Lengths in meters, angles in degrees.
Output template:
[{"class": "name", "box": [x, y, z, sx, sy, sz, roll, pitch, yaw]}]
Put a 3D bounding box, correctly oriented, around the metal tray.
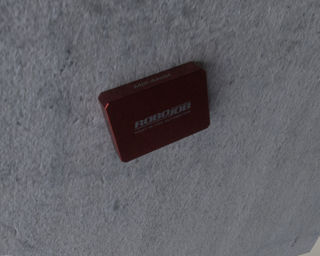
[{"class": "metal tray", "box": [-0.002, -0.020, 0.392, 0.131, 0.030, 0.089, -22, 127, -16]}]
